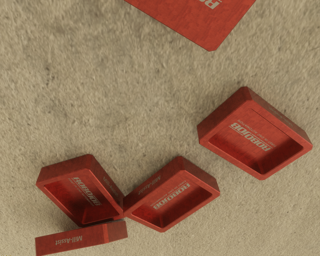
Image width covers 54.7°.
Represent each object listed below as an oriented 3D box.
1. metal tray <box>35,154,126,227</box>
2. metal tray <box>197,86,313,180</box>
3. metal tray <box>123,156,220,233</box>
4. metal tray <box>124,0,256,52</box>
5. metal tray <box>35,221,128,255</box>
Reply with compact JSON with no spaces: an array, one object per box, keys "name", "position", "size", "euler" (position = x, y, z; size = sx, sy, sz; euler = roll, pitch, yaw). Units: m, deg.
[{"name":"metal tray","position":[-0.118,0.104,0.490],"size":[0.090,0.030,0.130],"euler":[-17,128,13]},{"name":"metal tray","position":[0.126,0.013,0.416],"size":[0.131,0.030,0.090],"euler":[31,123,-24]},{"name":"metal tray","position":[0.016,0.108,0.486],"size":[0.090,0.030,0.130],"euler":[36,116,-30]},{"name":"metal tray","position":[0.023,-0.140,0.285],"size":[0.131,0.030,0.090],"euler":[25,126,-20]},{"name":"metal tray","position":[-0.132,0.189,0.533],"size":[0.130,0.030,0.090],"euler":[-15,163,12]}]
